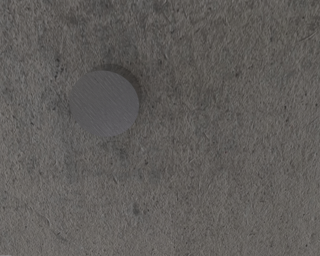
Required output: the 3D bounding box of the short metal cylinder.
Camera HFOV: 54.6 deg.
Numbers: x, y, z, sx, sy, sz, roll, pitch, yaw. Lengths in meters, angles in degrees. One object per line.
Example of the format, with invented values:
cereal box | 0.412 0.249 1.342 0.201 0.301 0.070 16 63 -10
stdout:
short metal cylinder | -0.064 -0.036 0.383 0.080 0.050 0.079 0 110 0
